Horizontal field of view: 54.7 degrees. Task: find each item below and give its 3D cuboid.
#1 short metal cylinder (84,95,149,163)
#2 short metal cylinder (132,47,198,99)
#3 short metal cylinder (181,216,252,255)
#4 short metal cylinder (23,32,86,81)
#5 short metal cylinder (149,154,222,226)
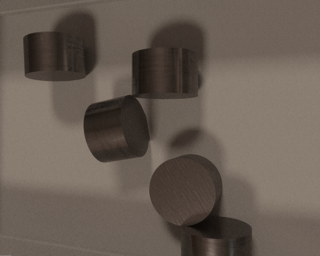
[{"bbox_3d":[-0.054,0.002,0.399,0.050,0.080,0.080,-11,86,19],"label":"short metal cylinder"},{"bbox_3d":[0.006,-0.064,0.378,0.080,0.080,0.050,0,90,19],"label":"short metal cylinder"},{"bbox_3d":[0.065,0.139,0.358,0.080,0.080,0.050,0,90,19],"label":"short metal cylinder"},{"bbox_3d":[-0.146,-0.097,0.431,0.080,0.080,0.050,-3,89,19],"label":"short metal cylinder"},{"bbox_3d":[0.033,0.074,0.385,0.080,0.050,0.079,0,90,19],"label":"short metal cylinder"}]
